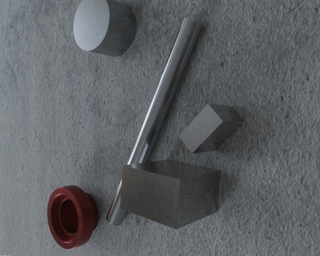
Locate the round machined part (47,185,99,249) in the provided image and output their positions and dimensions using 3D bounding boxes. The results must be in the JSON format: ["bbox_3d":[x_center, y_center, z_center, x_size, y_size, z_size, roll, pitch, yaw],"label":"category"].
[{"bbox_3d":[-0.138,0.142,0.505,0.098,0.042,0.097,0,90,39],"label":"round machined part"}]

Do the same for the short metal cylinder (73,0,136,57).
[{"bbox_3d":[-0.082,-0.149,0.454,0.080,0.050,0.079,0,90,39],"label":"short metal cylinder"}]

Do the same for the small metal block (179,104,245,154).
[{"bbox_3d":[0.057,0.001,0.340,0.050,0.050,0.025,-50,61,28],"label":"small metal block"}]

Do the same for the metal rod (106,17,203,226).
[{"bbox_3d":[-0.014,0.004,0.414,0.025,0.025,0.298,34,111,34],"label":"metal rod"}]

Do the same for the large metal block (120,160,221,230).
[{"bbox_3d":[0.013,0.071,0.357,0.080,0.081,0.050,7,95,39],"label":"large metal block"}]
